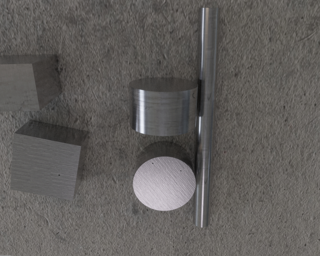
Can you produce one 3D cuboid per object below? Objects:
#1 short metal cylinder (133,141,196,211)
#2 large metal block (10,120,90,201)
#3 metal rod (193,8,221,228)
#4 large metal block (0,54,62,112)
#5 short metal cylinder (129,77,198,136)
[{"bbox_3d":[0.006,0.064,0.420,0.081,0.050,0.079,0,110,0],"label":"short metal cylinder"},{"bbox_3d":[-0.144,0.042,0.410,0.081,0.050,0.079,12,110,-5],"label":"large metal block"},{"bbox_3d":[0.060,0.001,0.410,0.025,0.025,0.298,-1,110,0],"label":"metal rod"},{"bbox_3d":[-0.169,-0.055,0.359,0.080,0.080,0.050,-1,110,0],"label":"large metal block"},{"bbox_3d":[0.004,-0.028,0.370,0.081,0.080,0.050,1,110,-1],"label":"short metal cylinder"}]
